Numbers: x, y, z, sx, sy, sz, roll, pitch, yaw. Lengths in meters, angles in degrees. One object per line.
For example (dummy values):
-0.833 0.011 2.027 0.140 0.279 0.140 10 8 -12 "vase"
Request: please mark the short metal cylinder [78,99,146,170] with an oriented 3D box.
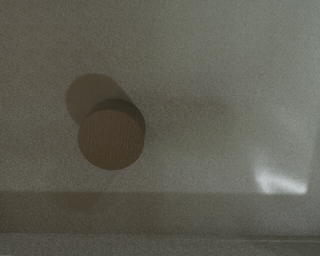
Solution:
-0.060 0.007 0.400 0.080 0.050 0.079 0 110 0 "short metal cylinder"
